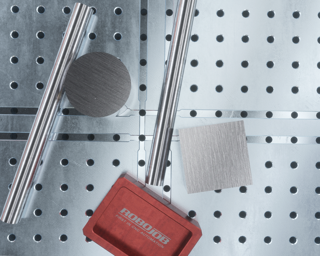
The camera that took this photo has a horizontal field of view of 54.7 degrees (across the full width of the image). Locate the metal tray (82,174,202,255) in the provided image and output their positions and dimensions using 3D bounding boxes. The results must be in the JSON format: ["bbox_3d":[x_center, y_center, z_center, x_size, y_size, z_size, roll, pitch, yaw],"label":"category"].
[{"bbox_3d":[-0.022,0.133,0.410,0.130,0.030,0.090,35,90,-1],"label":"metal tray"}]

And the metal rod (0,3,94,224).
[{"bbox_3d":[-0.149,-0.019,0.411,0.025,0.025,0.298,19,90,-1],"label":"metal rod"}]

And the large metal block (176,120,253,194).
[{"bbox_3d":[0.068,0.035,0.402,0.081,0.050,0.080,-8,90,-1],"label":"large metal block"}]

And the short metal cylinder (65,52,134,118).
[{"bbox_3d":[-0.075,-0.053,0.400,0.081,0.050,0.079,0,90,-1],"label":"short metal cylinder"}]

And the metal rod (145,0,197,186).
[{"bbox_3d":[0.019,-0.072,0.413,0.025,0.025,0.298,10,90,-1],"label":"metal rod"}]
